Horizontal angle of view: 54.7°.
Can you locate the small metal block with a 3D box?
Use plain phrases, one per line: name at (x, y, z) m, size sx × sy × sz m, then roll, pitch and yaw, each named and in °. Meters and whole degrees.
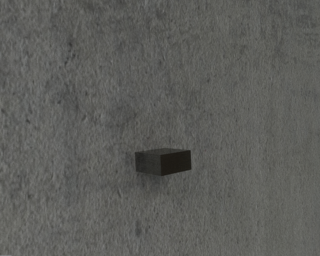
small metal block at (0.004, 0.042, 0.394) m, size 0.050 × 0.050 × 0.025 m, roll -5°, pitch 94°, yaw -40°
